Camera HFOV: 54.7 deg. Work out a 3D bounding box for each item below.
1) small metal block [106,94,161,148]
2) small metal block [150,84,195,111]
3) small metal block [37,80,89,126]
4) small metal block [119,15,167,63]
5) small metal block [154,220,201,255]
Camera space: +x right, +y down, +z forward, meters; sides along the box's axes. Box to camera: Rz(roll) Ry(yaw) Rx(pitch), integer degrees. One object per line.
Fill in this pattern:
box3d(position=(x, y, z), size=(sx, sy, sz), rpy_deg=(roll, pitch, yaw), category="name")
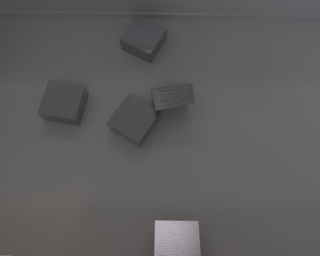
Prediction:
box3d(position=(-0.034, -0.009, 0.413), size=(0.050, 0.025, 0.050), rpy_deg=(31, 73, 10), category="small metal block")
box3d(position=(0.015, -0.042, 0.409), size=(0.050, 0.050, 0.025), rpy_deg=(-10, 101, -4), category="small metal block")
box3d(position=(-0.130, -0.034, 0.421), size=(0.050, 0.025, 0.050), rpy_deg=(9, 70, 3), category="small metal block")
box3d(position=(-0.024, -0.131, 0.457), size=(0.050, 0.025, 0.050), rpy_deg=(27, 72, 9), category="small metal block")
box3d(position=(0.019, 0.135, 0.352), size=(0.050, 0.025, 0.050), rpy_deg=(1, 50, 0), category="small metal block")
